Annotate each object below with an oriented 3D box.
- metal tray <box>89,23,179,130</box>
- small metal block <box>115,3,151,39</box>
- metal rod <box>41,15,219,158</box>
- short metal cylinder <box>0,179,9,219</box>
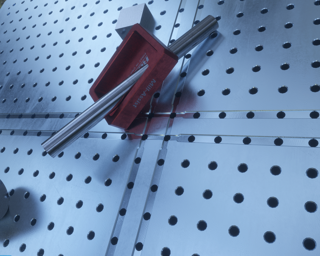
[{"bbox_3d":[-0.043,-0.074,0.446,0.129,0.030,0.090,-51,49,16],"label":"metal tray"},{"bbox_3d":[-0.047,-0.189,0.549,0.050,0.025,0.050,-4,60,26],"label":"small metal block"},{"bbox_3d":[-0.034,-0.064,0.436,0.301,0.025,0.025,-40,50,-11],"label":"metal rod"},{"bbox_3d":[-0.271,0.107,0.450,0.050,0.080,0.080,-26,53,12],"label":"short metal cylinder"}]
